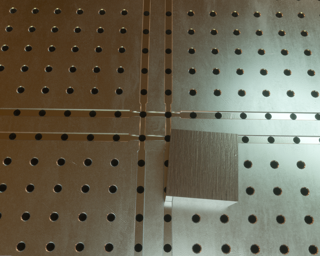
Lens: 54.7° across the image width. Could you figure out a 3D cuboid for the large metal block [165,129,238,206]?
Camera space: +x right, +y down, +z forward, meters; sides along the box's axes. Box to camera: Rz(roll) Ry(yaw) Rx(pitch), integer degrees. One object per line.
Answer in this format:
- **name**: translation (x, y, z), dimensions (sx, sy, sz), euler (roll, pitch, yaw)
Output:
- **large metal block**: translation (0.050, 0.050, 0.381), dimensions (0.081, 0.050, 0.080), euler (4, 70, 1)
